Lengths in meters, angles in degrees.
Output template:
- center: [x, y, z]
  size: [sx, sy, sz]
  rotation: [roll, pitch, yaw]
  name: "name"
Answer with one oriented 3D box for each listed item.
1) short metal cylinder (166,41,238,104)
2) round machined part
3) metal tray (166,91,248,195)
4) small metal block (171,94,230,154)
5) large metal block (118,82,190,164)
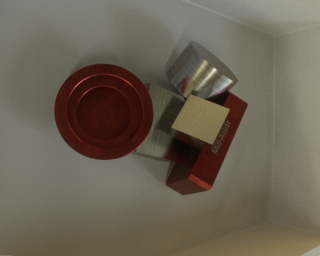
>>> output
- center: [0.055, -0.069, 0.409]
  size: [0.080, 0.080, 0.050]
  rotation: [21, 121, -38]
  name: "short metal cylinder"
- center: [-0.060, -0.015, 0.330]
  size: [0.099, 0.042, 0.097]
  rotation: [2, 85, -17]
  name: "round machined part"
- center: [0.061, 0.023, 0.414]
  size: [0.030, 0.090, 0.130]
  rotation: [32, 67, -7]
  name: "metal tray"
- center: [0.048, -0.005, 0.363]
  size: [0.050, 0.050, 0.025]
  rotation: [-60, 162, -23]
  name: "small metal block"
- center: [-0.005, -0.003, 0.387]
  size: [0.080, 0.050, 0.080]
  rotation: [19, 78, -39]
  name: "large metal block"
